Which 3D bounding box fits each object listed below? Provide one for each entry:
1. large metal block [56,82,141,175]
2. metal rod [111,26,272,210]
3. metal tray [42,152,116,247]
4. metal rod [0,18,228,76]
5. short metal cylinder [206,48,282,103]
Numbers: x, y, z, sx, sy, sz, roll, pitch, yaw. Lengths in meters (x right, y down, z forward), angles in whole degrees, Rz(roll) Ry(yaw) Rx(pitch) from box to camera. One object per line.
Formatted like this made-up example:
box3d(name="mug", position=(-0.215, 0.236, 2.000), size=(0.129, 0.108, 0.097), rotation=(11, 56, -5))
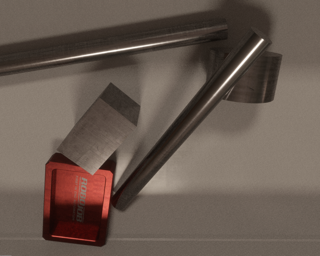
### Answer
box3d(name="large metal block", position=(-0.071, -0.002, 0.380), size=(0.050, 0.080, 0.080), rotation=(39, 105, -13))
box3d(name="metal rod", position=(0.017, 0.011, 0.369), size=(0.025, 0.025, 0.298), rotation=(31, 124, -11))
box3d(name="metal tray", position=(-0.116, 0.105, 0.445), size=(0.091, 0.030, 0.129), rotation=(9, 110, -4))
box3d(name="metal rod", position=(-0.071, -0.095, 0.375), size=(0.302, 0.025, 0.025), rotation=(-9, 110, 2))
box3d(name="short metal cylinder", position=(0.095, -0.064, 0.360), size=(0.081, 0.080, 0.050), rotation=(3, 110, -2))
